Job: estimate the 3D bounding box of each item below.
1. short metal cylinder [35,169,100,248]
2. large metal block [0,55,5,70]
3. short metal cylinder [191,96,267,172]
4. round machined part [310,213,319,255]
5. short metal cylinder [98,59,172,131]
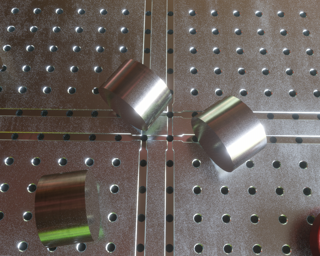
[{"bbox_3d":[-0.101,0.089,0.349,0.050,0.080,0.080,-7,70,-3],"label":"short metal cylinder"},{"bbox_3d":[-0.281,-0.113,0.438,0.080,0.050,0.080,-23,72,-8],"label":"large metal block"},{"bbox_3d":[0.083,0.007,0.380,0.050,0.080,0.080,-33,74,-11],"label":"short metal cylinder"},{"bbox_3d":[0.221,0.136,0.354,0.099,0.042,0.098,0,70,0],"label":"round machined part"},{"bbox_3d":[-0.031,-0.041,0.397,0.080,0.080,0.050,36,74,12],"label":"short metal cylinder"}]
